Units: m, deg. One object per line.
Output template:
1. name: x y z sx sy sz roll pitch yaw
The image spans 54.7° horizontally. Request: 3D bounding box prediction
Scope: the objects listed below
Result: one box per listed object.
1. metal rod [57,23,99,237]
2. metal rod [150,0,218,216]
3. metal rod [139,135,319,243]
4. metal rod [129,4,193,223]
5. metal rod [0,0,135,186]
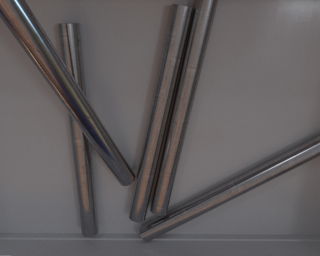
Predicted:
1. metal rod: -0.106 0.017 0.415 0.025 0.025 0.298 -1 110 0
2. metal rod: 0.027 -0.016 0.405 0.025 0.025 0.298 10 110 -4
3. metal rod: 0.104 0.089 0.445 0.300 0.025 0.025 -30 108 10
4. metal rod: -0.004 -0.005 0.409 0.025 0.025 0.298 11 110 -5
5. metal rod: -0.092 -0.028 0.337 0.025 0.025 0.299 -18 133 6
